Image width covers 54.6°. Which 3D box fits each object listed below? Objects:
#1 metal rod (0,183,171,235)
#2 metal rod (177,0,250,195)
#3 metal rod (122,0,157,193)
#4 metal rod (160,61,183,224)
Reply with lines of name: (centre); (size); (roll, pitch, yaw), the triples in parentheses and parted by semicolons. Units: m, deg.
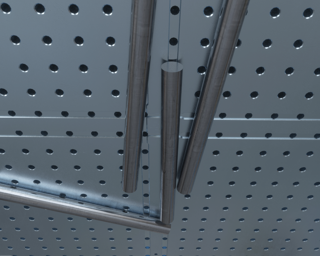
metal rod: (-0.125, 0.140, 0.529); (0.302, 0.025, 0.025); (17, 128, -14)
metal rod: (0.057, -0.017, 0.397); (0.025, 0.025, 0.298); (5, 130, -5)
metal rod: (-0.031, -0.020, 0.393); (0.025, 0.025, 0.298); (5, 130, -4)
metal rod: (0.013, 0.044, 0.448); (0.025, 0.025, 0.298); (0, 130, 0)
